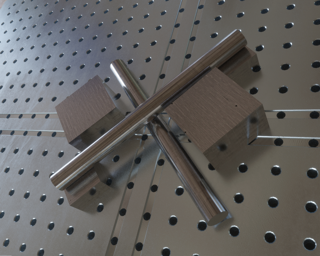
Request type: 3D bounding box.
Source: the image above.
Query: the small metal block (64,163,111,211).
[{"bbox_3d":[-0.101,0.073,0.417,0.050,0.025,0.050,-39,51,2],"label":"small metal block"}]

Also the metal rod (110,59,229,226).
[{"bbox_3d":[-0.005,-0.004,0.412,0.025,0.025,0.300,-37,51,4],"label":"metal rod"}]

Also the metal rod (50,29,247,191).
[{"bbox_3d":[-0.015,-0.022,0.397,0.300,0.025,0.025,-38,51,2],"label":"metal rod"}]

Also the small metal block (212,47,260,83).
[{"bbox_3d":[0.095,-0.088,0.413,0.050,0.025,0.050,-38,51,3],"label":"small metal block"}]

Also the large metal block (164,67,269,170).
[{"bbox_3d":[0.066,-0.012,0.365,0.080,0.050,0.080,-40,51,1],"label":"large metal block"}]

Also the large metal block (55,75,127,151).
[{"bbox_3d":[-0.097,-0.018,0.454,0.080,0.050,0.080,-37,51,3],"label":"large metal block"}]
